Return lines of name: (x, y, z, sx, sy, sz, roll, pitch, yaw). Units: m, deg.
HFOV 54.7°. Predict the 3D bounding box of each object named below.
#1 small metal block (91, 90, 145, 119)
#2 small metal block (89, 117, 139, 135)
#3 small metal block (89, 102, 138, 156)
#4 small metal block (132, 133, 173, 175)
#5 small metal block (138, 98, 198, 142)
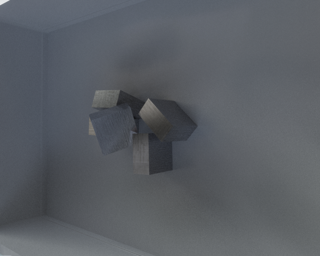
small metal block: (-0.058, -0.033, 0.436, 0.050, 0.050, 0.025, 4, 77, 40)
small metal block: (-0.066, -0.002, 0.445, 0.050, 0.050, 0.025, 4, 93, 40)
small metal block: (-0.057, 0.001, 0.395, 0.025, 0.050, 0.050, -133, 26, -64)
small metal block: (-0.009, 0.031, 0.397, 0.025, 0.050, 0.050, -2, 89, 36)
small metal block: (0.010, -0.010, 0.382, 0.050, 0.050, 0.025, 50, 120, 28)
